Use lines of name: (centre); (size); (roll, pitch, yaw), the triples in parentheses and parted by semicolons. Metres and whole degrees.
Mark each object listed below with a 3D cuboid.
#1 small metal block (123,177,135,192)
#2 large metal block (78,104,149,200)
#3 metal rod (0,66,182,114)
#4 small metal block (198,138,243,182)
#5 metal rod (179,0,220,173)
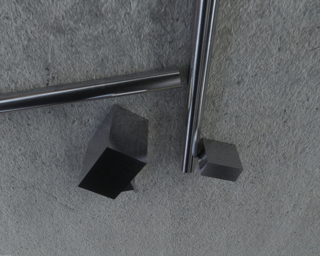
small metal block: (-0.070, 0.072, 0.468); (0.050, 0.025, 0.050); (-11, 130, 9)
large metal block: (-0.058, 0.030, 0.396); (0.050, 0.080, 0.080); (26, 125, -21)
metal rod: (-0.125, -0.039, 0.372); (0.302, 0.025, 0.025); (-8, 130, 6)
small metal block: (0.081, 0.043, 0.429); (0.050, 0.050, 0.025); (12, 127, -11)
metal rod: (0.044, -0.056, 0.359); (0.025, 0.025, 0.298); (1, 130, -1)
